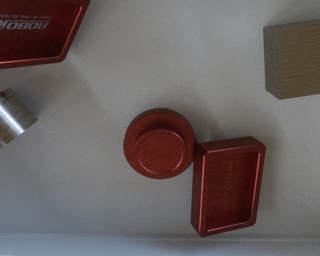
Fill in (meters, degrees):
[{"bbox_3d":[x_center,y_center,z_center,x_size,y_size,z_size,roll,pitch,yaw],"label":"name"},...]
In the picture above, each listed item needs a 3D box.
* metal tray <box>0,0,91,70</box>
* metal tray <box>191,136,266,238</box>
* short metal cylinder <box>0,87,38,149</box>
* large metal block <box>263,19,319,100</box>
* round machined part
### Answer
[{"bbox_3d":[-0.139,-0.103,0.305,0.030,0.131,0.089,46,124,12],"label":"metal tray"},{"bbox_3d":[0.092,0.080,0.425,0.091,0.030,0.129,-6,111,-17],"label":"metal tray"},{"bbox_3d":[-0.199,-0.006,0.377,0.080,0.080,0.050,-32,107,11],"label":"short metal cylinder"},{"bbox_3d":[0.173,-0.084,0.370,0.080,0.050,0.079,-9,110,2],"label":"large metal block"},{"bbox_3d":[0.000,0.026,0.412,0.099,0.042,0.097,0,110,-1],"label":"round machined part"}]
